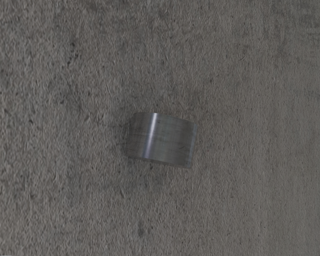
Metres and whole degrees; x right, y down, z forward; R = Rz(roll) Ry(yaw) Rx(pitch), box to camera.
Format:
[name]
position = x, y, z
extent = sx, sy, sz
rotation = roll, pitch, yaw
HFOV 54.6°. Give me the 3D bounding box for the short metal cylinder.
[short metal cylinder]
position = 0.002, 0.016, 0.370
extent = 0.080, 0.080, 0.050
rotation = 19, 78, -38
